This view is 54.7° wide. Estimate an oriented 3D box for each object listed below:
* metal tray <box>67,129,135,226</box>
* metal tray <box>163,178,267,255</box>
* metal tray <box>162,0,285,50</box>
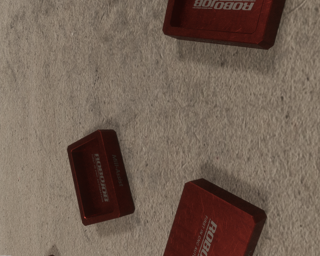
[{"bbox_3d":[-0.094,0.076,0.476,0.090,0.030,0.129,-25,75,37],"label":"metal tray"},{"bbox_3d":[0.056,0.135,0.355,0.090,0.030,0.129,24,105,37],"label":"metal tray"},{"bbox_3d":[0.068,-0.141,0.343,0.130,0.030,0.089,20,102,38],"label":"metal tray"}]
